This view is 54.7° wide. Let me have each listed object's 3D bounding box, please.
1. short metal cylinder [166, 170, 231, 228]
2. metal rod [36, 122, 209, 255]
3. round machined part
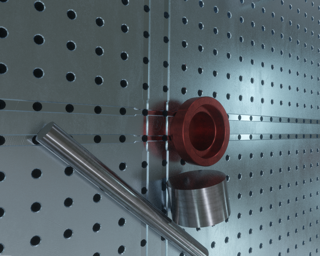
[{"bbox_3d":[0.052,0.093,0.420,0.081,0.080,0.050,-16,100,-39],"label":"short metal cylinder"},{"bbox_3d":[-0.027,0.097,0.388,0.300,0.025,0.025,46,62,-30],"label":"metal rod"},{"bbox_3d":[0.053,0.005,0.445,0.099,0.042,0.097,0,90,-40],"label":"round machined part"}]
